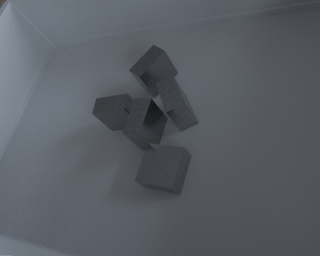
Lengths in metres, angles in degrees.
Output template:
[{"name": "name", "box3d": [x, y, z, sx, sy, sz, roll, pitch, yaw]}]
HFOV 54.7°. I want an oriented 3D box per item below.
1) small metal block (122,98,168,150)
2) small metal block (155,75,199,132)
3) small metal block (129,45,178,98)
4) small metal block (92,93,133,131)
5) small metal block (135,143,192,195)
[{"name": "small metal block", "box3d": [-0.018, -0.004, 0.400, 0.025, 0.050, 0.050, 4, 63, 30]}, {"name": "small metal block", "box3d": [0.022, -0.031, 0.396, 0.025, 0.050, 0.050, -27, 53, 11]}, {"name": "small metal block", "box3d": [-0.008, -0.080, 0.442, 0.050, 0.050, 0.025, -48, 52, -5]}, {"name": "small metal block", "box3d": [-0.056, -0.021, 0.430, 0.050, 0.050, 0.025, -6, 59, 25]}, {"name": "small metal block", "box3d": [0.005, 0.048, 0.373, 0.050, 0.025, 0.050, 5, 64, 30]}]
